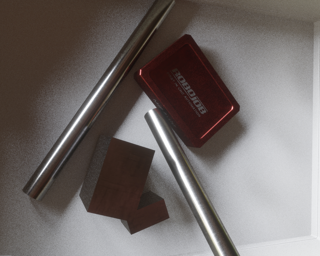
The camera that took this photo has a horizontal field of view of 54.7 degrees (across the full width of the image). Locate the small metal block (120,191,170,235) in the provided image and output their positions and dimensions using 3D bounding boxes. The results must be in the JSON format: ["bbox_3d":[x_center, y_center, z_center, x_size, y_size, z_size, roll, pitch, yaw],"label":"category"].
[{"bbox_3d":[-0.023,0.105,0.390,0.050,0.050,0.025,-18,97,-19],"label":"small metal block"}]

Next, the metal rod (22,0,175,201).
[{"bbox_3d":[-0.069,-0.047,0.385,0.025,0.025,0.300,36,78,-17],"label":"metal rod"}]

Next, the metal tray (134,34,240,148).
[{"bbox_3d":[0.039,-0.049,0.423,0.090,0.030,0.130,-42,104,-16],"label":"metal tray"}]

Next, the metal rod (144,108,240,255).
[{"bbox_3d":[0.055,0.103,0.354,0.025,0.025,0.299,-19,66,-19],"label":"metal rod"}]

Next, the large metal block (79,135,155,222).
[{"bbox_3d":[-0.053,0.054,0.363,0.050,0.080,0.080,19,84,-19],"label":"large metal block"}]
